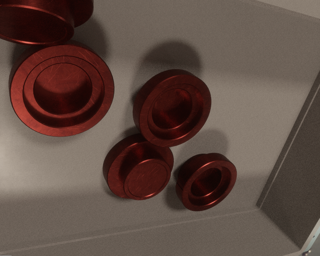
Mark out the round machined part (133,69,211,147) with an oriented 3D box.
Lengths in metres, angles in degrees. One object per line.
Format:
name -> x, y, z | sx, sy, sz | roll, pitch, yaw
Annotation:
round machined part -> 0.012, -0.028, 0.388 | 0.099, 0.042, 0.097 | -14, 125, -21

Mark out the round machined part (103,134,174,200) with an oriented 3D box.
round machined part -> -0.024, 0.059, 0.423 | 0.099, 0.042, 0.097 | -14, 125, -21

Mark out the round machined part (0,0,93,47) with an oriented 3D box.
round machined part -> -0.103, -0.097, 0.243 | 0.099, 0.098, 0.042 | 3, 80, -30

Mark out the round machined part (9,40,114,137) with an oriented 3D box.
round machined part -> -0.100, -0.043, 0.317 | 0.099, 0.042, 0.097 | -14, 125, -21

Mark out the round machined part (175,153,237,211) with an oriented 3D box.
round machined part -> 0.068, 0.079, 0.486 | 0.099, 0.042, 0.097 | -14, 125, -21
